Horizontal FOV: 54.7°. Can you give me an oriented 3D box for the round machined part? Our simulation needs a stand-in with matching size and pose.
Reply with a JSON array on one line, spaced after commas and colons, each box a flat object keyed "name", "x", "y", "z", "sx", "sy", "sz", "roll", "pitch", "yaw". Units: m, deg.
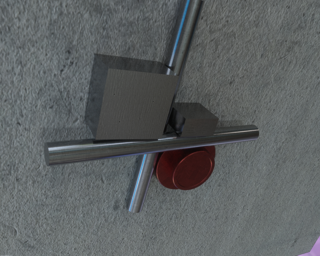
[{"name": "round machined part", "x": 0.040, "y": 0.052, "z": 0.452, "sx": 0.099, "sy": 0.042, "sz": 0.097, "roll": -14, "pitch": 125, "yaw": -21}]

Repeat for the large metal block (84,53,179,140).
[{"name": "large metal block", "x": -0.035, "y": -0.034, "z": 0.352, "sx": 0.081, "sy": 0.050, "sz": 0.079, "roll": 1, "pitch": 118, "yaw": -29}]

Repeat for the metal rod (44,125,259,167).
[{"name": "metal rod", "x": 0.013, "y": 0.017, "z": 0.395, "sx": 0.303, "sy": 0.025, "sz": 0.025, "roll": -4, "pitch": 121, "yaw": -31}]

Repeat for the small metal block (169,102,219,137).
[{"name": "small metal block", "x": 0.040, "y": -0.013, "z": 0.408, "sx": 0.050, "sy": 0.050, "sz": 0.025, "roll": -2, "pitch": 119, "yaw": -28}]

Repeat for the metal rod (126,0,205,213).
[{"name": "metal rod", "x": -0.001, "y": -0.013, "z": 0.402, "sx": 0.025, "sy": 0.025, "sz": 0.298, "roll": 2, "pitch": 118, "yaw": -30}]
